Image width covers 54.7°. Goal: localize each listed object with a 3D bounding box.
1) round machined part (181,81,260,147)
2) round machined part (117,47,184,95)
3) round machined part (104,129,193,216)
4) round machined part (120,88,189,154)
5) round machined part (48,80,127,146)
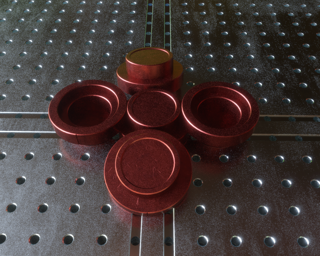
[{"bbox_3d":[0.077,-0.014,0.408,0.099,0.042,0.098,0,50,0],"label":"round machined part"},{"bbox_3d":[-0.014,-0.087,0.455,0.099,0.042,0.098,-1,36,1],"label":"round machined part"},{"bbox_3d":[-0.013,0.045,0.344,0.099,0.042,0.098,0,65,0],"label":"round machined part"},{"bbox_3d":[-0.008,-0.015,0.407,0.099,0.042,0.098,0,50,0],"label":"round machined part"},{"bbox_3d":[-0.091,-0.016,0.408,0.099,0.042,0.098,0,50,0],"label":"round machined part"}]
